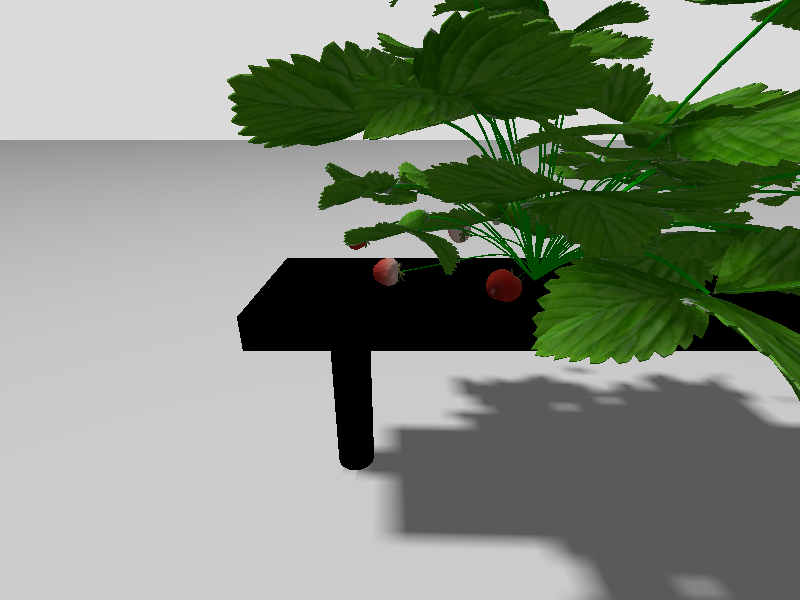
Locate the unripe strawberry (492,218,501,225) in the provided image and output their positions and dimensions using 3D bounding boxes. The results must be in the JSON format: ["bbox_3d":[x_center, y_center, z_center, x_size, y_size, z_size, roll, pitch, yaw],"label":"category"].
[{"bbox_3d":[0.136,-0.112,0.561,0.014,0.013,0.013,1,24,3],"label":"unripe strawberry"}]

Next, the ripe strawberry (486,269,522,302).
[{"bbox_3d":[0.082,-0.011,0.322,0.029,0.025,0.029,19,31,37],"label":"ripe strawberry"}]

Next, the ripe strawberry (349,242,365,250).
[{"bbox_3d":[-0.051,-0.070,0.461,0.026,0.022,0.026,8,24,29],"label":"ripe strawberry"}]

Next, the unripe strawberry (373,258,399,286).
[{"bbox_3d":[-0.013,-0.025,0.357,0.024,0.025,0.022,-3,24,-5],"label":"unripe strawberry"}]

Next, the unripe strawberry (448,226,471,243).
[{"bbox_3d":[0.072,-0.085,0.493,0.027,0.029,0.030,-9,25,-20],"label":"unripe strawberry"}]
